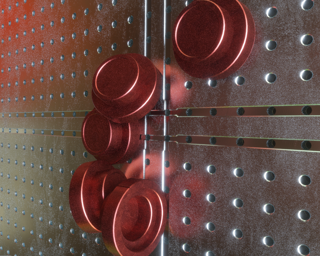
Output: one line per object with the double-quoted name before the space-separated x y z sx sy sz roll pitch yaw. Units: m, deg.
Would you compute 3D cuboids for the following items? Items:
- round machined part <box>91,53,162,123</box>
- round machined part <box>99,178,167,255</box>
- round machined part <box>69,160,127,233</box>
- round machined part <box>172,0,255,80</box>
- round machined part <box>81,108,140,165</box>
"round machined part" -0.050 -0.059 0.413 0.098 0.042 0.098 -8 66 20
"round machined part" -0.037 0.111 0.390 0.042 0.099 0.097 0 90 38
"round machined part" -0.075 0.092 0.424 0.042 0.098 0.097 -12 82 23
"round machined part" 0.053 -0.106 0.353 0.098 0.042 0.097 0 90 39
"round machined part" -0.080 0.007 0.462 0.098 0.042 0.097 0 90 39
